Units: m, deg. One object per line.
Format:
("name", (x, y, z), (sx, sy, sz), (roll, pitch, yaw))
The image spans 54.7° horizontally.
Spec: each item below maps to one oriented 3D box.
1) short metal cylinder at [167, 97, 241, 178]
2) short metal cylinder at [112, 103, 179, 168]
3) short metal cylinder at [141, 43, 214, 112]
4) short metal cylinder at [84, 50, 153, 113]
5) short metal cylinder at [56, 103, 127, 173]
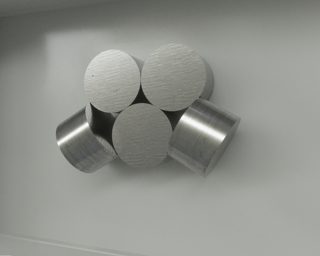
("short metal cylinder", (0.051, 0.011, 0.361), (0.050, 0.080, 0.080), (31, 100, 17))
("short metal cylinder", (-0.014, 0.009, 0.400), (0.080, 0.050, 0.080), (0, 90, 20))
("short metal cylinder", (0.023, -0.060, 0.387), (0.080, 0.050, 0.080), (0, 90, 20))
("short metal cylinder", (-0.053, -0.059, 0.414), (0.080, 0.050, 0.080), (0, 90, 20))
("short metal cylinder", (-0.089, 0.013, 0.411), (0.050, 0.080, 0.080), (-32, 80, 17))
